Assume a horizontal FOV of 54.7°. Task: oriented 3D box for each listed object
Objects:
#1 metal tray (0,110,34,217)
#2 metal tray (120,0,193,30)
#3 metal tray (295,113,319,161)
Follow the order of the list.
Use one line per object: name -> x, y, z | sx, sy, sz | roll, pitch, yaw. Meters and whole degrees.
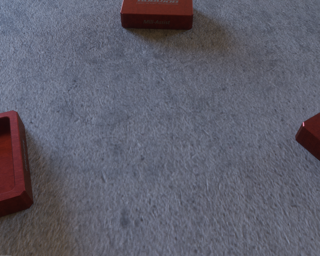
metal tray -> -0.204, 0.043, 0.360 | 0.091, 0.030, 0.130 | -16, 52, -13
metal tray -> -0.004, -0.227, 0.590 | 0.131, 0.030, 0.090 | 2, 50, 1
metal tray -> 0.249, 0.028, 0.380 | 0.091, 0.030, 0.130 | -26, 55, -21
